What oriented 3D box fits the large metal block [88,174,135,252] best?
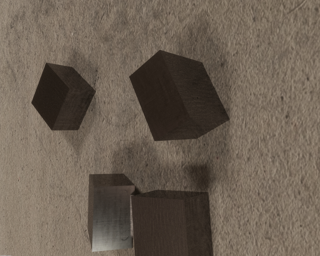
[{"bbox_3d":[-0.069,0.109,0.420,0.080,0.050,0.079,-172,83,-73],"label":"large metal block"}]

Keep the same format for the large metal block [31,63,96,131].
[{"bbox_3d":[-0.164,-0.052,0.521,0.080,0.050,0.080,44,116,31],"label":"large metal block"}]

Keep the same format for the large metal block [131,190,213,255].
[{"bbox_3d":[0.014,0.120,0.376,0.080,0.050,0.080,-7,86,39],"label":"large metal block"}]

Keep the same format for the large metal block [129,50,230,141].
[{"bbox_3d":[0.023,-0.033,0.349,0.050,0.081,0.080,-34,69,34],"label":"large metal block"}]
